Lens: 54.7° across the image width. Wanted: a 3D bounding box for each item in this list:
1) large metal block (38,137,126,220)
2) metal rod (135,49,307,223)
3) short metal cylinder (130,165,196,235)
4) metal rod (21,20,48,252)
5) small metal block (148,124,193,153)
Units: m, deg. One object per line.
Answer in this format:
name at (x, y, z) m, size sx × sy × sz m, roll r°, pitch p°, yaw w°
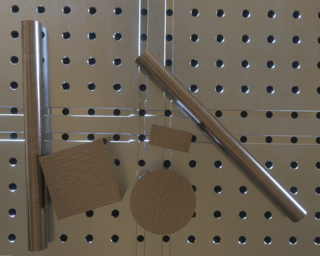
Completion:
large metal block at (-0.097, 0.062, 0.400) m, size 0.080 × 0.050 × 0.080 m, roll -17°, pitch 90°, yaw -1°
metal rod at (0.081, 0.011, 0.414) m, size 0.025 × 0.025 × 0.300 m, roll -45°, pitch 91°, yaw 0°
short metal cylinder at (0.003, 0.090, 0.401) m, size 0.081 × 0.050 × 0.079 m, roll 0°, pitch 90°, yaw -1°
metal rod at (-0.166, 0.010, 0.411) m, size 0.025 × 0.025 × 0.298 m, roll -2°, pitch 90°, yaw -1°
small metal block at (0.013, 0.013, 0.401) m, size 0.050 × 0.050 × 0.025 m, roll 13°, pitch 90°, yaw -1°
